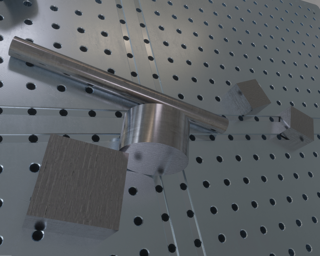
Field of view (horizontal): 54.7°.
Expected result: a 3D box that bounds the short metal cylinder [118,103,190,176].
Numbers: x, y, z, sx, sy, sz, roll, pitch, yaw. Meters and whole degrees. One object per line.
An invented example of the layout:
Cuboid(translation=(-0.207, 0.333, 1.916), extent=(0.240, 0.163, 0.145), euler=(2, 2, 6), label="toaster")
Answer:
Cuboid(translation=(-0.006, 0.016, 0.360), extent=(0.081, 0.080, 0.050), euler=(18, 55, -18), label="short metal cylinder")

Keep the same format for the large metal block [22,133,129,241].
Cuboid(translation=(-0.082, 0.061, 0.311), extent=(0.081, 0.050, 0.080), euler=(17, 55, -19), label="large metal block")

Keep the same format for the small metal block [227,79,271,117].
Cuboid(translation=(0.150, -0.051, 0.520), extent=(0.050, 0.025, 0.050), euler=(-17, 71, -35), label="small metal block")

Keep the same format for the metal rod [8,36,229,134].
Cuboid(translation=(-0.041, -0.051, 0.416), extent=(0.302, 0.025, 0.025), euler=(19, 54, -17), label="metal rod")

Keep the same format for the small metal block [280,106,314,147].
Cuboid(translation=(0.238, -0.003, 0.538), extent=(0.050, 0.025, 0.050), euler=(28, 52, -11), label="small metal block")
